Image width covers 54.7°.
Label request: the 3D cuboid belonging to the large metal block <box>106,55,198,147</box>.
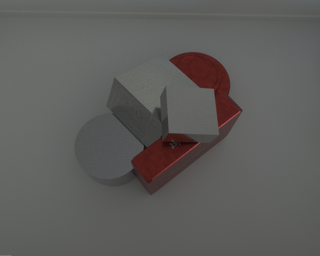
[{"bbox_3d":[-0.003,-0.031,0.368,0.080,0.050,0.081,45,51,14],"label":"large metal block"}]

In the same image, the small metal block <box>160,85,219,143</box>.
[{"bbox_3d":[0.029,-0.013,0.312,0.050,0.025,0.050,2,69,-14],"label":"small metal block"}]

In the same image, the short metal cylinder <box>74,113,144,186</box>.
[{"bbox_3d":[-0.059,0.028,0.383,0.081,0.050,0.080,0,70,0],"label":"short metal cylinder"}]

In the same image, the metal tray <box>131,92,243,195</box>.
[{"bbox_3d":[0.030,0.021,0.365,0.131,0.090,0.030,-36,74,-13],"label":"metal tray"}]

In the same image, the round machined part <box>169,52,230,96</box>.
[{"bbox_3d":[0.047,-0.063,0.422,0.099,0.042,0.098,0,70,-1],"label":"round machined part"}]
